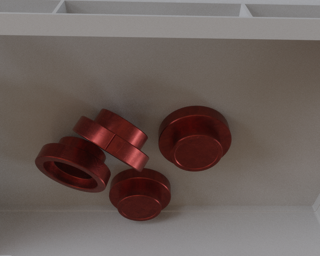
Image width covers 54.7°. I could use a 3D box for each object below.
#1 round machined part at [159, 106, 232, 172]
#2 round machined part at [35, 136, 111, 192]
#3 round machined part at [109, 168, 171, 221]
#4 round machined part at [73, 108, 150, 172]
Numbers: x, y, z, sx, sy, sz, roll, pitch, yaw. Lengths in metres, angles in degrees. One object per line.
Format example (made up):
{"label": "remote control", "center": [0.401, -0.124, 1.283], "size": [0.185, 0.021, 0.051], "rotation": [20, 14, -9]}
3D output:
{"label": "round machined part", "center": [0.047, 0.021, 0.417], "size": [0.099, 0.042, 0.097], "rotation": [-1, 130, 0]}
{"label": "round machined part", "center": [-0.113, 0.047, 0.422], "size": [0.098, 0.042, 0.098], "rotation": [13, 147, 9]}
{"label": "round machined part", "center": [-0.032, 0.112, 0.493], "size": [0.099, 0.042, 0.097], "rotation": [-1, 130, 0]}
{"label": "round machined part", "center": [-0.054, 0.011, 0.384], "size": [0.098, 0.098, 0.042], "rotation": [37, 79, -28]}
